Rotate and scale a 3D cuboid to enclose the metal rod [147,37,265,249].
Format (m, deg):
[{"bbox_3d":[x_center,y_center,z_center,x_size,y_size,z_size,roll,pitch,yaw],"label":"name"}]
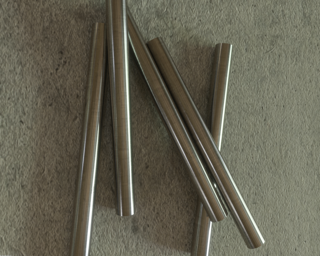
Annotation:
[{"bbox_3d":[0.059,0.020,0.408,0.025,0.025,0.299,-27,91,-18],"label":"metal rod"}]

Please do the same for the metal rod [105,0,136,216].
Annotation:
[{"bbox_3d":[-0.048,-0.041,0.376,0.025,0.025,0.298,-4,97,-20],"label":"metal rod"}]

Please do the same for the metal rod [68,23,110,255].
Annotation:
[{"bbox_3d":[-0.085,0.023,0.377,0.025,0.025,0.298,6,88,-20],"label":"metal rod"}]

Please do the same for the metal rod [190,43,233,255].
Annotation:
[{"bbox_3d":[0.073,0.031,0.435,0.025,0.025,0.298,8,87,-20],"label":"metal rod"}]

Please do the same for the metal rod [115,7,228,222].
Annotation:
[{"bbox_3d":[0.013,-0.017,0.399,0.025,0.025,0.299,-27,94,-18],"label":"metal rod"}]
